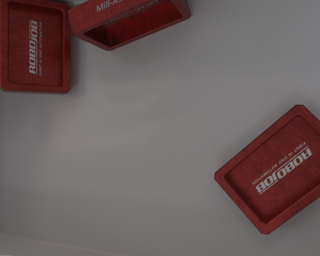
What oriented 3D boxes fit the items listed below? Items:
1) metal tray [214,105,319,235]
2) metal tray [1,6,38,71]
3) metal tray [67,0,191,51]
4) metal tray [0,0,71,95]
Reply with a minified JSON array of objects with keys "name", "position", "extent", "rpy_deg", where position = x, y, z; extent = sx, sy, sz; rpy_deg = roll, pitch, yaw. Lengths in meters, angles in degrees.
[{"name":"metal tray","position":[0.140,0.047,0.357],"extent":[0.130,0.030,0.090],"rpy_deg":[-44,77,14]},{"name":"metal tray","position":[-0.243,-0.131,0.442],"extent":[0.030,0.131,0.089],"rpy_deg":[10,94,50]},{"name":"metal tray","position":[-0.035,-0.142,0.388],"extent":[0.130,0.090,0.030],"rpy_deg":[-17,85,19]},{"name":"metal tray","position":[-0.176,-0.115,0.440],"extent":[0.030,0.091,0.129],"rpy_deg":[0,90,62]}]
